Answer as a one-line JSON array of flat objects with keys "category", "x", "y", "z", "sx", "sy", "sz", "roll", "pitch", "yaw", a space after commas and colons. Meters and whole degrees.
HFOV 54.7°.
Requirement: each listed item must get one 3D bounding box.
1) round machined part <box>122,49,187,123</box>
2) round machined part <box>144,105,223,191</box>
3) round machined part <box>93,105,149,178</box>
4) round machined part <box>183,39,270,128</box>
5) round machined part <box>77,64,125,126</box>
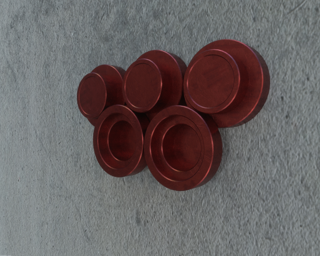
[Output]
[{"category": "round machined part", "x": -0.011, "y": -0.053, "z": 0.403, "sx": 0.098, "sy": 0.042, "sz": 0.097, "roll": 0, "pitch": 90, "yaw": 39}, {"category": "round machined part", "x": 0.031, "y": 0.023, "z": 0.368, "sx": 0.098, "sy": 0.042, "sz": 0.097, "roll": 0, "pitch": 90, "yaw": 39}, {"category": "round machined part", "x": -0.045, "y": 0.017, "z": 0.430, "sx": 0.098, "sy": 0.042, "sz": 0.097, "roll": 0, "pitch": 90, "yaw": 39}, {"category": "round machined part", "x": 0.065, "y": -0.049, "z": 0.341, "sx": 0.098, "sy": 0.042, "sz": 0.097, "roll": 0, "pitch": 90, "yaw": 39}, {"category": "round machined part", "x": -0.087, "y": -0.047, "z": 0.465, "sx": 0.098, "sy": 0.042, "sz": 0.097, "roll": 0, "pitch": 90, "yaw": 39}]
